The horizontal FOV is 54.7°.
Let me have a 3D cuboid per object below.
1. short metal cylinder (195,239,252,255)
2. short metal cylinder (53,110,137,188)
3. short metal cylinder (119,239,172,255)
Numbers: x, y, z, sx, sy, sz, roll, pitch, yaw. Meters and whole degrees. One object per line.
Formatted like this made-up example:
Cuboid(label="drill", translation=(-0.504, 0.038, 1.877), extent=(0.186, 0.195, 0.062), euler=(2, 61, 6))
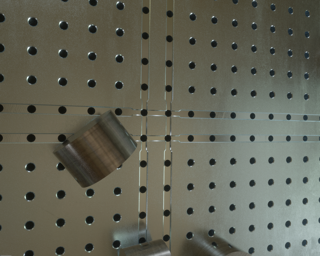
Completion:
Cuboid(label="short metal cylinder", translation=(0.092, 0.203, 0.433), extent=(0.081, 0.050, 0.079), euler=(0, 90, -20))
Cuboid(label="short metal cylinder", translation=(-0.074, 0.023, 0.356), extent=(0.080, 0.080, 0.050), euler=(-39, 103, -16))
Cuboid(label="short metal cylinder", translation=(-0.015, 0.182, 0.378), extent=(0.050, 0.080, 0.079), euler=(-7, 93, -20))
